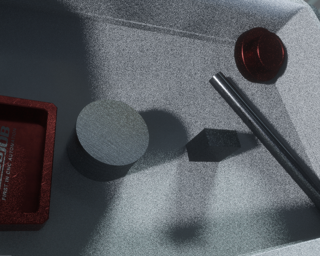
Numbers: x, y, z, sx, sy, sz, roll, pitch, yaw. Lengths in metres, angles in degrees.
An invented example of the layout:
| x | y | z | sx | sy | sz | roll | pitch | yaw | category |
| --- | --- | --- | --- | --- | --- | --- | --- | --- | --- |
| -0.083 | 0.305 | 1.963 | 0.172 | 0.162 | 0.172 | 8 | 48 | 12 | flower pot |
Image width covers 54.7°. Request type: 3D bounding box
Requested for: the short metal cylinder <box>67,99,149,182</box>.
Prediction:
| x | y | z | sx | sy | sz | roll | pitch | yaw | category |
| --- | --- | --- | --- | --- | --- | --- | --- | --- | --- |
| -0.059 | 0.014 | 0.350 | 0.081 | 0.050 | 0.080 | 14 | 56 | -21 | short metal cylinder |

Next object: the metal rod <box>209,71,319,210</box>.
| x | y | z | sx | sy | sz | roll | pitch | yaw | category |
| --- | --- | --- | --- | --- | --- | --- | --- | --- | --- |
| 0.184 | 0.031 | 0.488 | 0.025 | 0.025 | 0.300 | -33 | 81 | -38 | metal rod |

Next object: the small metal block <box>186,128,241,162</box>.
| x | y | z | sx | sy | sz | roll | pitch | yaw | category |
| --- | --- | --- | --- | --- | --- | --- | --- | --- | --- |
| 0.070 | 0.024 | 0.415 | 0.050 | 0.050 | 0.025 | 4 | 60 | -27 | small metal block |

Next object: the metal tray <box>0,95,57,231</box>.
| x | y | z | sx | sy | sz | roll | pitch | yaw | category |
| --- | --- | --- | --- | --- | --- | --- | --- | --- | --- |
| -0.153 | 0.031 | 0.301 | 0.091 | 0.030 | 0.130 | 8 | 58 | -24 | metal tray |

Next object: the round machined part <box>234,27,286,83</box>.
| x | y | z | sx | sy | sz | roll | pitch | yaw | category |
| --- | --- | --- | --- | --- | --- | --- | --- | --- | --- |
| 0.184 | -0.132 | 0.553 | 0.099 | 0.042 | 0.097 | 1 | 88 | -29 | round machined part |
